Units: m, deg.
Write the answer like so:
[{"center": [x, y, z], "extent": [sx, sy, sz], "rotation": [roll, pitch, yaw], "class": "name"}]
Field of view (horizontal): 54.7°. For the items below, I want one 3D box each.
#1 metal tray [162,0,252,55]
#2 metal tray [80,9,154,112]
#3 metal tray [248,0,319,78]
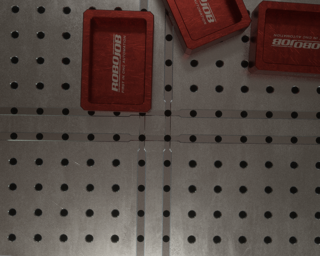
[{"center": [0.052, -0.175, 0.411], "extent": [0.090, 0.030, 0.129], "rotation": [-23, 90, -1], "class": "metal tray"}, {"center": [-0.055, -0.086, 0.410], "extent": [0.091, 0.030, 0.129], "rotation": [2, 90, -1], "class": "metal tray"}, {"center": [0.190, -0.116, 0.413], "extent": [0.131, 0.030, 0.089], "rotation": [4, 90, -1], "class": "metal tray"}]
